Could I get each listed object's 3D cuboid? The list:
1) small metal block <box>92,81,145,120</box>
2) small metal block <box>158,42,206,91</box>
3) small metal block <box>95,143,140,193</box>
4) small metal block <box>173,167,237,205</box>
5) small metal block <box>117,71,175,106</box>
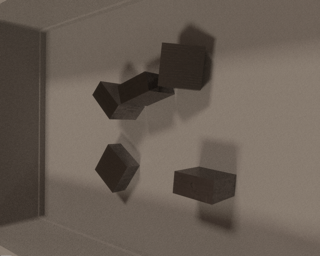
[{"bbox_3d":[-0.058,-0.038,0.436,0.050,0.050,0.025,52,120,27],"label":"small metal block"},{"bbox_3d":[0.025,-0.072,0.368,0.050,0.025,0.050,6,95,2],"label":"small metal block"},{"bbox_3d":[-0.064,0.058,0.457,0.050,0.025,0.050,45,116,30],"label":"small metal block"},{"bbox_3d":[0.050,0.063,0.348,0.050,0.050,0.025,8,95,39],"label":"small metal block"},{"bbox_3d":[-0.018,-0.049,0.403,0.050,0.050,0.025,-20,78,38],"label":"small metal block"}]
